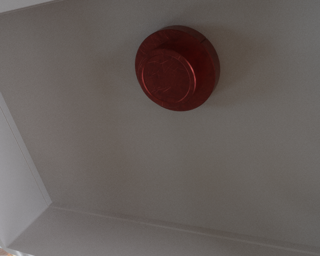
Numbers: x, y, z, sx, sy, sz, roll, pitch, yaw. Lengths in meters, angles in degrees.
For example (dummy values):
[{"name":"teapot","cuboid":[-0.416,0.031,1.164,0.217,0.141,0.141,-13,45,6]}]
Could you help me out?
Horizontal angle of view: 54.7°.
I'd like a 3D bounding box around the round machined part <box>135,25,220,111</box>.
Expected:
[{"name":"round machined part","cuboid":[0.015,-0.062,0.351,0.098,0.042,0.097,13,124,20]}]
